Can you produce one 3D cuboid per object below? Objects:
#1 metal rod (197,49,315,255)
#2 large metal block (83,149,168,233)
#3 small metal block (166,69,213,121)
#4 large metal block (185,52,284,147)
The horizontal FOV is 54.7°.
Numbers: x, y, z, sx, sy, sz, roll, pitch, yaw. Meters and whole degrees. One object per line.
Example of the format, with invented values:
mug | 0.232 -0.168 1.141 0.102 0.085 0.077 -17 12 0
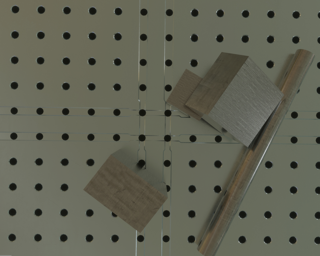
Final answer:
metal rod | 0.128 0.034 0.415 0.025 0.025 0.299 27 90 -1
large metal block | -0.039 0.073 0.385 0.080 0.080 0.050 38 90 -1
small metal block | 0.042 -0.043 0.414 0.050 0.025 0.050 31 90 -1
large metal block | 0.093 -0.035 0.385 0.080 0.050 0.080 35 90 -32
